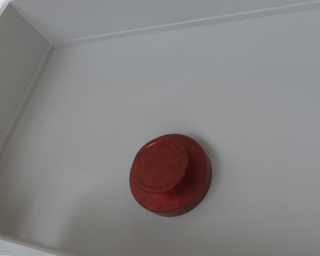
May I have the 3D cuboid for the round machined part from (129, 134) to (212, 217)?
[{"bbox_3d":[0.007,0.049,0.360,0.098,0.042,0.098,-13,56,20],"label":"round machined part"}]
